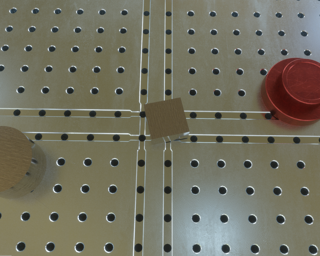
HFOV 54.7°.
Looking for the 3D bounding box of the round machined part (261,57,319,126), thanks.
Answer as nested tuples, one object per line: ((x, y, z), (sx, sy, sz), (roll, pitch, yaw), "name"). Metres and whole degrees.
((0.195, -0.056, 0.425), (0.099, 0.042, 0.098), (0, 70, -1), "round machined part")

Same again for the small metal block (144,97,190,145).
((0.008, -0.009, 0.415), (0.050, 0.025, 0.050), (-11, 71, -5), "small metal block")

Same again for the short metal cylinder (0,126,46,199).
((-0.189, 0.043, 0.380), (0.081, 0.050, 0.080), (0, 70, -1), "short metal cylinder")
